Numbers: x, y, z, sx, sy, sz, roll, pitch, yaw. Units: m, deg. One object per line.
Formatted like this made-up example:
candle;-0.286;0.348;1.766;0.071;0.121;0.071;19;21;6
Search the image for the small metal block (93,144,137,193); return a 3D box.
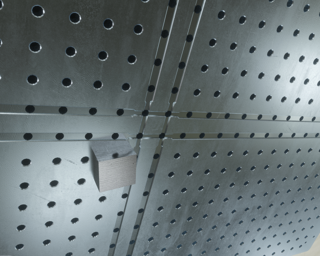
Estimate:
small metal block;-0.060;0.053;0.413;0.050;0.025;0.050;-10;123;-24
